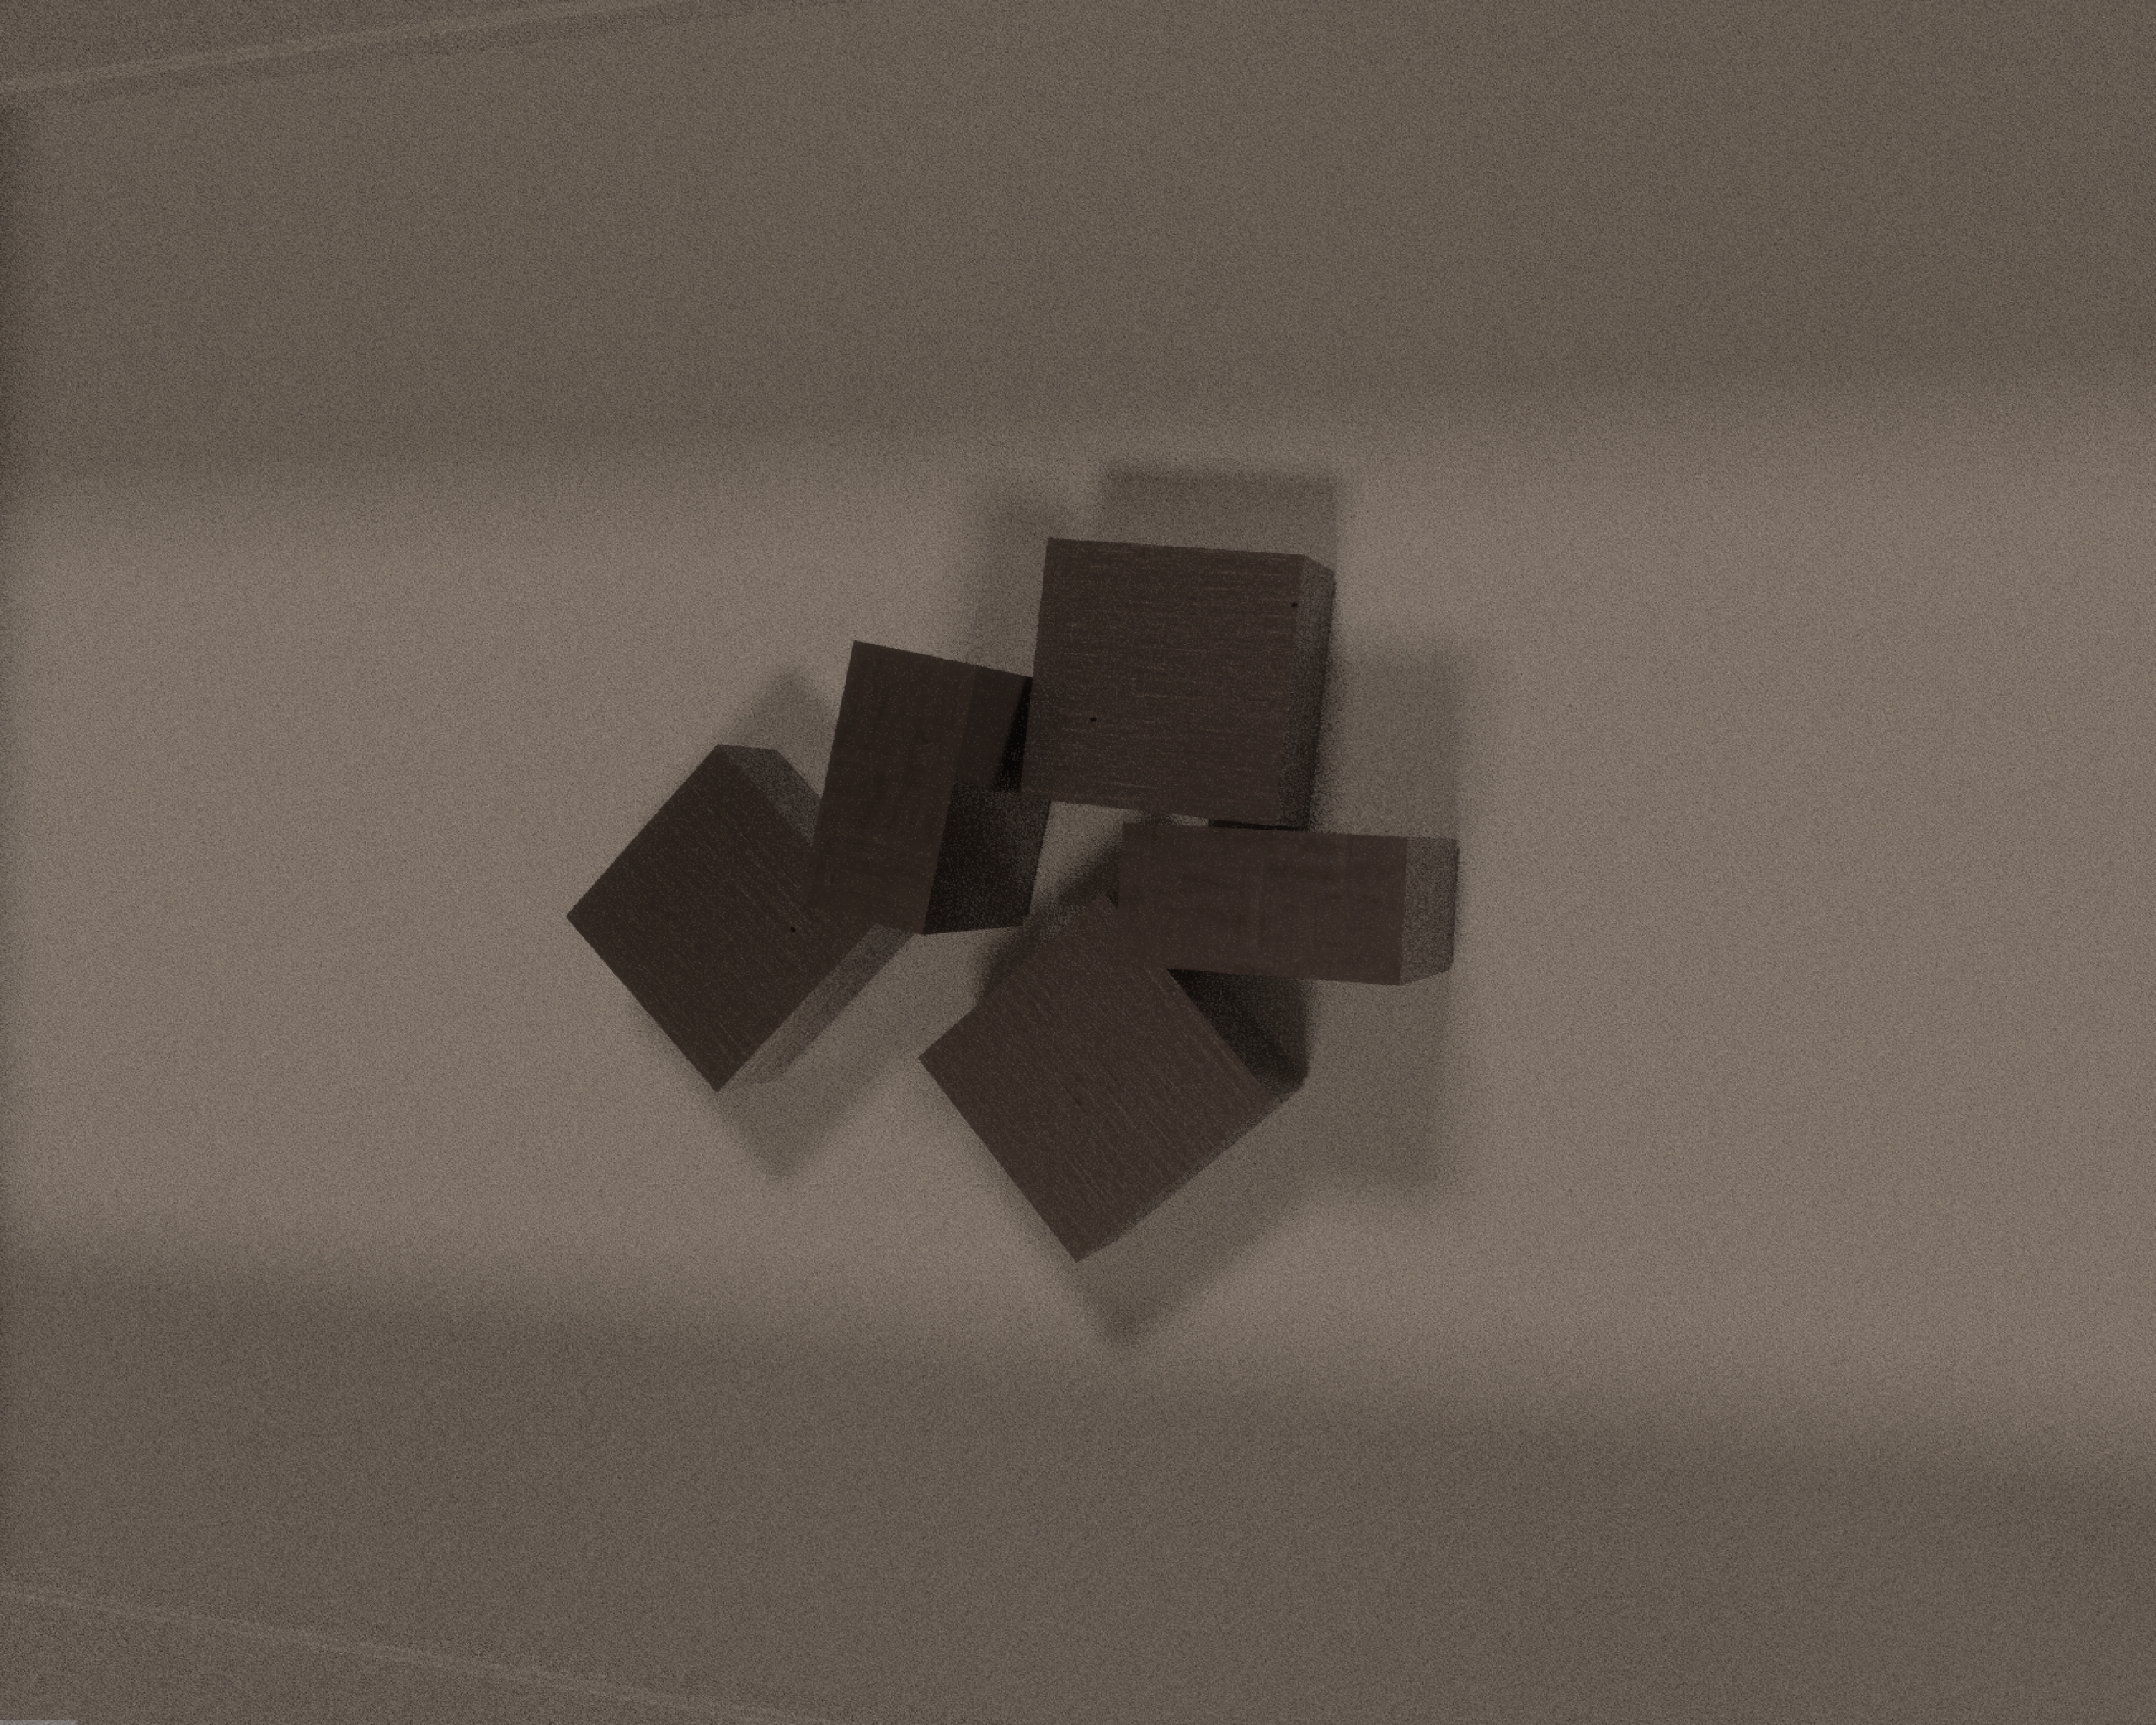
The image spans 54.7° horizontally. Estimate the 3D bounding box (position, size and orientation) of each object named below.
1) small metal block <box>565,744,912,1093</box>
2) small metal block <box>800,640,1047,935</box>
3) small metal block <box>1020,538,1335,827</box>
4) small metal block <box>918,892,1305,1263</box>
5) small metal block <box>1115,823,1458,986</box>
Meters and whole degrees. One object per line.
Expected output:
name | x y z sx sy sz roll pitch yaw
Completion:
small metal block | -0.068 0.011 0.431 0.050 0.025 0.050 -46 76 14
small metal block | -0.026 -0.014 0.403 0.025 0.050 0.050 13 95 19
small metal block | 0.019 -0.034 0.401 0.050 0.025 0.050 7 92 19
small metal block | 0.007 0.041 0.405 0.050 0.025 0.050 -42 77 15
small metal block | 0.039 0.007 0.380 0.050 0.050 0.025 3 91 19
